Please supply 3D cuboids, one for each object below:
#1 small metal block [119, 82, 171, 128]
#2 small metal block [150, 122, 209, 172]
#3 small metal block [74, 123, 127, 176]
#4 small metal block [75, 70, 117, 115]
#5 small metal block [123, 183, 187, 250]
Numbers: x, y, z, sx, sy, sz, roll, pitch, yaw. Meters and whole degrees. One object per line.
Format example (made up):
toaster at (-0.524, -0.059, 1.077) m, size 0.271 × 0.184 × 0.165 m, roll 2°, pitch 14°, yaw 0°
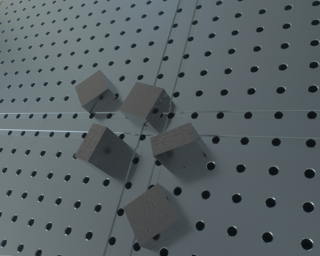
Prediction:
small metal block at (-0.021, -0.034, 0.439) m, size 0.050 × 0.025 × 0.050 m, roll 19°, pitch 71°, yaw 35°
small metal block at (0.023, 0.024, 0.364) m, size 0.050 × 0.050 × 0.025 m, roll -22°, pitch 54°, yaw 15°
small metal block at (-0.078, 0.029, 0.414) m, size 0.025 × 0.050 × 0.050 m, roll 14°, pitch 69°, yaw 33°
small metal block at (-0.103, -0.058, 0.496) m, size 0.050 × 0.025 × 0.050 m, roll -34°, pitch 52°, yaw 5°
small metal block at (-0.007, 0.100, 0.349) m, size 0.050 × 0.025 × 0.050 m, roll -36°, pitch 51°, yaw 4°
